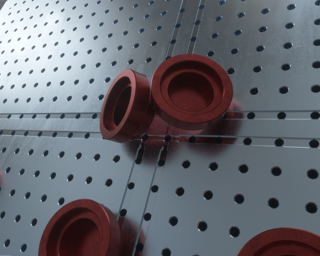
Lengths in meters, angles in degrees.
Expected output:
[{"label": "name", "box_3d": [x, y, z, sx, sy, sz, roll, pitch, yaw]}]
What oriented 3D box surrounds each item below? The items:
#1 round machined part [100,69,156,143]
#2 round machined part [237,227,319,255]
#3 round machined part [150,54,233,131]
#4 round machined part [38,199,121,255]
[{"label": "round machined part", "box_3d": [-0.040, -0.026, 0.418, 0.098, 0.042, 0.098, -33, 48, 46]}, {"label": "round machined part", "box_3d": [0.111, 0.137, 0.256, 0.098, 0.042, 0.098, -13, 56, 21]}, {"label": "round machined part", "box_3d": [0.037, -0.040, 0.386, 0.099, 0.042, 0.098, 2, 65, -3]}, {"label": "round machined part", "box_3d": [-0.088, 0.136, 0.361, 0.098, 0.042, 0.098, -13, 56, 21]}]
